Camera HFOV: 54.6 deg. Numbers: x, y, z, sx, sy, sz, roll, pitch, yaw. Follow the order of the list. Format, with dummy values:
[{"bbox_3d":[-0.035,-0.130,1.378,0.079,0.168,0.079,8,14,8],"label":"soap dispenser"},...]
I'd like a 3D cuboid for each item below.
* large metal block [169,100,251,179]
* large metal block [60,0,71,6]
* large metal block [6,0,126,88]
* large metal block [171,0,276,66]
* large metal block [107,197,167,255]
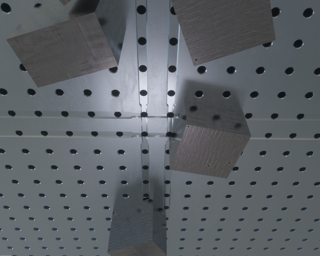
[{"bbox_3d":[0.061,0.016,0.409,0.080,0.050,0.079,10,130,-9],"label":"large metal block"},{"bbox_3d":[-0.073,-0.165,0.254,0.080,0.050,0.080,-28,125,21],"label":"large metal block"},{"bbox_3d":[-0.083,-0.090,0.298,0.080,0.080,0.050,-13,129,10],"label":"large metal block"},{"bbox_3d":[0.057,-0.117,0.296,0.080,0.050,0.080,-16,129,13],"label":"large metal block"},{"bbox_3d":[-0.036,0.175,0.524,0.080,0.080,0.050,-21,127,16],"label":"large metal block"}]
